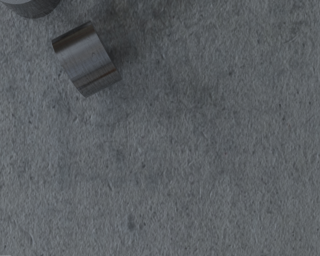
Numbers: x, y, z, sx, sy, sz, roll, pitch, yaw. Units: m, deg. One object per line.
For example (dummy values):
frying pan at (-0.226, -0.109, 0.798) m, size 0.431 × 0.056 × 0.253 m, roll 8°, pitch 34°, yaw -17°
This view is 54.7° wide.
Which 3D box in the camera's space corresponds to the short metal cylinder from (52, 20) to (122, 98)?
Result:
short metal cylinder at (-0.088, -0.084, 0.381) m, size 0.050 × 0.080 × 0.080 m, roll -28°, pitch 90°, yaw 0°

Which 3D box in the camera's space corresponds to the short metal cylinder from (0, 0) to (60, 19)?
short metal cylinder at (-0.173, -0.188, 0.395) m, size 0.081 × 0.050 × 0.079 m, roll 0°, pitch 90°, yaw -1°
